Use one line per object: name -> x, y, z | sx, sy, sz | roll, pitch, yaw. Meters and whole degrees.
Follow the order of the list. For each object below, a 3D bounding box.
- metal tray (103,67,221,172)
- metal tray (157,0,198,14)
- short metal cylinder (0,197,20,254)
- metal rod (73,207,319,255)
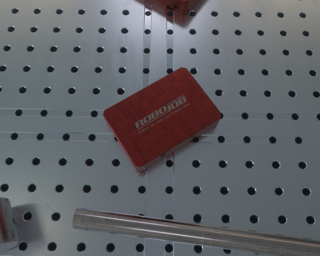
metal tray -> 0.003, -0.013, 0.414 | 0.131, 0.030, 0.090 | -31, 73, -11
metal tray -> 0.013, -0.251, 0.500 | 0.130, 0.030, 0.090 | 33, 73, 11
short metal cylinder -> -0.202, 0.116, 0.339 | 0.080, 0.080, 0.050 | -21, 72, -8
metal rod -> 0.049, 0.126, 0.365 | 0.302, 0.025, 0.025 | 7, 70, 2
